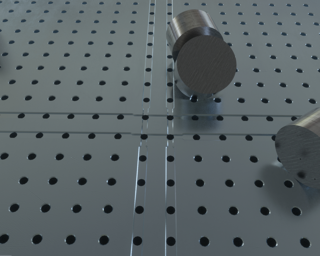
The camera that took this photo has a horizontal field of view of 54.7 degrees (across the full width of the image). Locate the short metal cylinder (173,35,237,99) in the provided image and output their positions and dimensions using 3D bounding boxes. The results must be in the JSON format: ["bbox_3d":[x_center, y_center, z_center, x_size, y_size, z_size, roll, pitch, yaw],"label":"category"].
[{"bbox_3d":[0.061,-0.083,0.437,0.081,0.050,0.080,0,86,-3],"label":"short metal cylinder"}]

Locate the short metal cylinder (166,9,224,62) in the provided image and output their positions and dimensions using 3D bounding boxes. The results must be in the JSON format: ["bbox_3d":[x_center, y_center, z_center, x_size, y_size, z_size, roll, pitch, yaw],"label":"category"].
[{"bbox_3d":[0.054,-0.136,0.486,0.081,0.080,0.050,-8,49,-6],"label":"short metal cylinder"}]

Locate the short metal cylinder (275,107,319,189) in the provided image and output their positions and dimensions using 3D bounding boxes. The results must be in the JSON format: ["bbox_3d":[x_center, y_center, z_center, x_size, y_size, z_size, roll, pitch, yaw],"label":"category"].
[{"bbox_3d":[0.181,0.022,0.354,0.050,0.080,0.080,-27,55,-21],"label":"short metal cylinder"}]
